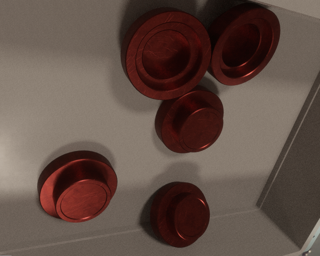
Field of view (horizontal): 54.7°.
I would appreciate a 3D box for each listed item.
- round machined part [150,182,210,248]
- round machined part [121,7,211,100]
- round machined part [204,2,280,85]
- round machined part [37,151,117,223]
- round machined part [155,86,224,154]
[{"bbox_3d":[0.037,0.132,0.473,0.099,0.042,0.097,3,84,-34],"label":"round machined part"},{"bbox_3d":[0.004,-0.084,0.346,0.099,0.042,0.097,-11,123,-17],"label":"round machined part"},{"bbox_3d":[0.094,-0.105,0.380,0.099,0.042,0.097,-18,135,-19],"label":"round machined part"},{"bbox_3d":[-0.101,0.081,0.394,0.099,0.042,0.097,-14,125,-21],"label":"round machined part"},{"bbox_3d":[0.046,-0.006,0.421,0.099,0.042,0.097,-14,125,-21],"label":"round machined part"}]
